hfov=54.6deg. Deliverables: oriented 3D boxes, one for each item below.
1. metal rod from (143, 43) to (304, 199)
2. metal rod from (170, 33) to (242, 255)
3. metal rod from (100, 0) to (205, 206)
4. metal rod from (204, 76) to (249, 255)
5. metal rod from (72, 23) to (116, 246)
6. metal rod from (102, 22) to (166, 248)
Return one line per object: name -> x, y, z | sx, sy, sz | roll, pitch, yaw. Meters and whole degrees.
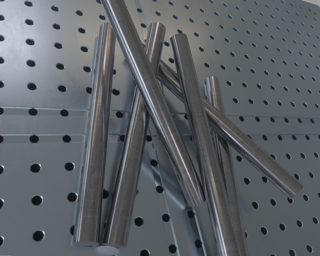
metal rod -> 0.068, -0.019, 0.429 | 0.300, 0.025, 0.025 | 44, 51, 12
metal rod -> 0.053, 0.012, 0.389 | 0.025, 0.025, 0.299 | 0, 68, -28
metal rod -> -0.012, -0.047, 0.367 | 0.025, 0.025, 0.299 | -27, 96, -37
metal rod -> 0.088, 0.054, 0.421 | 0.025, 0.025, 0.299 | 11, 57, -22
metal rod -> -0.074, -0.016, 0.377 | 0.025, 0.025, 0.300 | 13, 56, -21
metal rod -> -0.025, -0.013, 0.380 | 0.025, 0.025, 0.300 | 19, 61, -18
